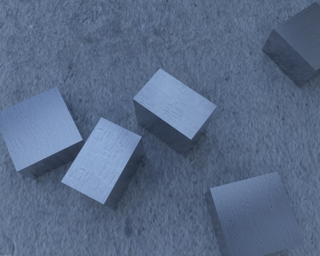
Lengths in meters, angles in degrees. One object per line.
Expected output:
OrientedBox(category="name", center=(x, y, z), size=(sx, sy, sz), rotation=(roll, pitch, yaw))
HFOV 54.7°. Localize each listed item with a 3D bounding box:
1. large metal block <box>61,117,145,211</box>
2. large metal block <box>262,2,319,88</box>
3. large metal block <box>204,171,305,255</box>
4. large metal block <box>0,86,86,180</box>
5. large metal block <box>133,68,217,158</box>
OrientedBox(category="large metal block", center=(-0.060, 0.045, 0.362), size=(0.050, 0.080, 0.080), rotation=(26, 72, 9))
OrientedBox(category="large metal block", center=(0.210, -0.118, 0.441), size=(0.080, 0.050, 0.080), rotation=(-34, 74, -12))
OrientedBox(category="large metal block", center=(0.104, 0.103, 0.359), size=(0.081, 0.050, 0.080), rotation=(-13, 71, -5))
OrientedBox(category="large metal block", center=(-0.145, 0.007, 0.391), size=(0.080, 0.050, 0.080), rotation=(-27, 73, -10))
OrientedBox(category="large metal block", center=(0.017, -0.015, 0.385), size=(0.080, 0.080, 0.050), rotation=(36, 74, 11))
